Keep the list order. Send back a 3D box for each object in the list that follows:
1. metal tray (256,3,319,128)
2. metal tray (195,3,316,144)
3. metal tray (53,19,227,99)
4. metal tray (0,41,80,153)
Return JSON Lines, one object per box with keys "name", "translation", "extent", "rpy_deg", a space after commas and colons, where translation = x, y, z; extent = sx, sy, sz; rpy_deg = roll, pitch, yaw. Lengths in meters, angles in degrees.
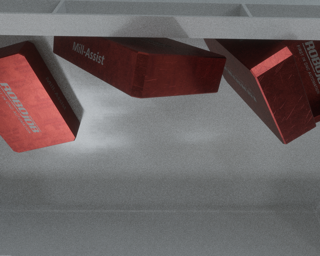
{"name": "metal tray", "translation": [0.177, -0.066, 0.351], "extent": [0.090, 0.030, 0.130], "rpy_deg": [-28, 125, 21]}
{"name": "metal tray", "translation": [0.084, -0.055, 0.289], "extent": [0.030, 0.130, 0.090], "rpy_deg": [-33, 127, 8]}
{"name": "metal tray", "translation": [-0.022, -0.063, 0.266], "extent": [0.091, 0.130, 0.030], "rpy_deg": [-9, 120, -41]}
{"name": "metal tray", "translation": [-0.167, -0.032, 0.377], "extent": [0.090, 0.030, 0.129], "rpy_deg": [-12, 129, 10]}
